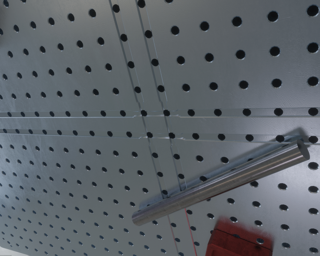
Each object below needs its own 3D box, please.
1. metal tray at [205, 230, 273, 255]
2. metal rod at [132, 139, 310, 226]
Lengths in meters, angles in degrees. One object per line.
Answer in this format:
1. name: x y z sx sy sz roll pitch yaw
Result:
1. metal tray: 0.114 0.228 0.488 0.090 0.030 0.129 16 125 18
2. metal rod: 0.060 0.089 0.434 0.299 0.025 0.025 -34 100 38
